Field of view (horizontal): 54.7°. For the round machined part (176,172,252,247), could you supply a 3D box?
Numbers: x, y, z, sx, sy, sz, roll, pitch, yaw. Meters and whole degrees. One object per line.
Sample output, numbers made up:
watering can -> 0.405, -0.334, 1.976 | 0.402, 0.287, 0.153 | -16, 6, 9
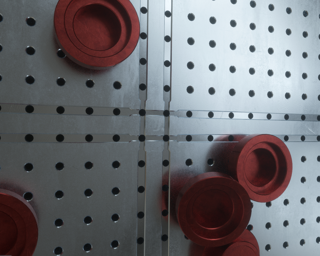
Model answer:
round machined part -> 0.070, 0.106, 0.422 | 0.099, 0.042, 0.097 | -1, 99, -6

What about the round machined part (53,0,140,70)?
round machined part -> -0.077, -0.119, 0.375 | 0.099, 0.042, 0.097 | 0, 90, -20

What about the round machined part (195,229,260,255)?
round machined part -> 0.103, 0.189, 0.444 | 0.099, 0.042, 0.097 | 0, 90, -21

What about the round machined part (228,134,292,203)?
round machined part -> 0.142, 0.057, 0.458 | 0.099, 0.042, 0.097 | 0, 90, -21

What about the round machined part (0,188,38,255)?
round machined part -> -0.185, 0.114, 0.336 | 0.099, 0.042, 0.097 | 0, 90, -21
